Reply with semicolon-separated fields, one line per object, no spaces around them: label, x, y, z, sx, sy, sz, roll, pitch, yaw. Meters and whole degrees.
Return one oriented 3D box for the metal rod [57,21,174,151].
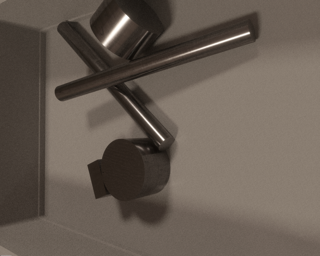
metal rod;-0.080;-0.077;0.469;0.300;0.025;0.025;48;118;29

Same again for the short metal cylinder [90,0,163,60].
short metal cylinder;-0.043;-0.136;0.405;0.050;0.081;0.080;-41;66;32

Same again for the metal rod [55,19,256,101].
metal rod;-0.029;-0.078;0.405;0.300;0.025;0.025;-11;83;32

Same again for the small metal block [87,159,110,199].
small metal block;-0.071;0.071;0.447;0.025;0.050;0.050;-28;73;37

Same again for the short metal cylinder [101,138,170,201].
short metal cylinder;-0.033;0.053;0.416;0.080;0.050;0.079;0;90;39
